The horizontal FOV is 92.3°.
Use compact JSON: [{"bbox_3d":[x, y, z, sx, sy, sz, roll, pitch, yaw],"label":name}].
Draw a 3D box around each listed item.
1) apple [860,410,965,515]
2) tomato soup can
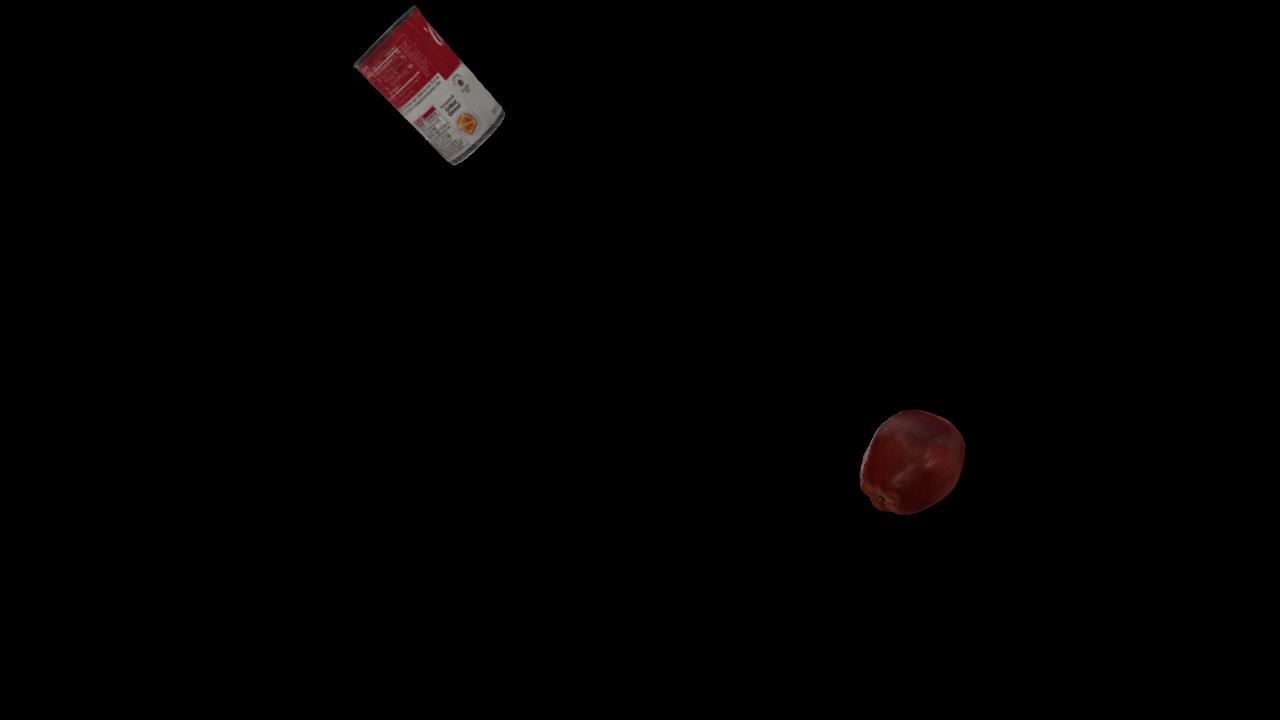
[{"bbox_3d":[0.230,0.086,0.520,0.093,0.079,0.079,-38,13,-17],"label":"apple"},{"bbox_3d":[-0.167,-0.219,0.500,0.068,0.068,0.101,0,-38,49],"label":"tomato soup can"}]
